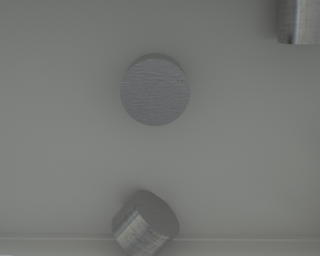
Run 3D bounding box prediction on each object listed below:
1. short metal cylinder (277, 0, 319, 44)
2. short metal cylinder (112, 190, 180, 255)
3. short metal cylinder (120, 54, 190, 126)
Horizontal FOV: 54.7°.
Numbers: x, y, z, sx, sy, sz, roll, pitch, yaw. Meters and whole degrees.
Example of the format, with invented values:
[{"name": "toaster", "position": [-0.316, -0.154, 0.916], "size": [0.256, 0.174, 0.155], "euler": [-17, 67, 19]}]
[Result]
[{"name": "short metal cylinder", "position": [0.172, -0.122, 0.339], "size": [0.080, 0.080, 0.050], "euler": [-5, 110, 1]}, {"name": "short metal cylinder", "position": [-0.019, 0.134, 0.431], "size": [0.080, 0.080, 0.050], "euler": [37, 106, -13]}, {"name": "short metal cylinder", "position": [-0.006, -0.048, 0.380], "size": [0.081, 0.050, 0.079], "euler": [0, 110, -1]}]
